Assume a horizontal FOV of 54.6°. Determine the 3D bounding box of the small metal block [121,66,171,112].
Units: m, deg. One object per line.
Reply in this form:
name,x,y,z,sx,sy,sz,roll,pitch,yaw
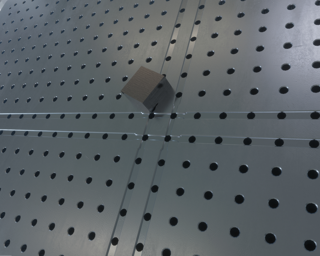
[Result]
small metal block,-0.021,-0.058,0.456,0.050,0.025,0.050,31,79,38
